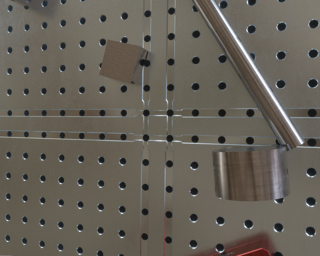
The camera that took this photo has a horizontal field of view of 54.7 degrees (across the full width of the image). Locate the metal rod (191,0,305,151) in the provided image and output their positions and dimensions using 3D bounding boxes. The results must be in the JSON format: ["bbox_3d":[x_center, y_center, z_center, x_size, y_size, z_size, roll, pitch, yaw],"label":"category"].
[{"bbox_3d":[0.085,-0.108,0.382,0.025,0.025,0.299,-32,80,17],"label":"metal rod"}]

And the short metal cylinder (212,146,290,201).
[{"bbox_3d":[0.101,0.048,0.348,0.080,0.080,0.050,-5,89,20],"label":"short metal cylinder"}]

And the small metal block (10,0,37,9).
[{"bbox_3d":[-0.214,-0.218,0.475,0.025,0.050,0.050,21,97,19],"label":"small metal block"}]

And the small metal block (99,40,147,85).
[{"bbox_3d":[-0.051,-0.091,0.431,0.050,0.025,0.050,16,96,19],"label":"small metal block"}]

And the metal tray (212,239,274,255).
[{"bbox_3d":[0.088,0.202,0.378,0.130,0.030,0.090,-26,82,18],"label":"metal tray"}]
